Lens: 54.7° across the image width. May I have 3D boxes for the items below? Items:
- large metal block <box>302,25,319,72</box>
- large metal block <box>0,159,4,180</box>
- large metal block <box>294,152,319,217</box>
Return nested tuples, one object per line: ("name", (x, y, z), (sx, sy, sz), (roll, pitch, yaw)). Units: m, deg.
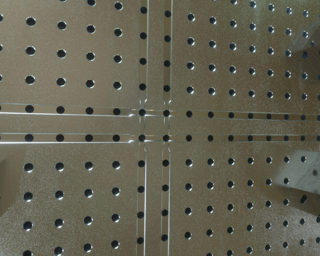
("large metal block", (0.298, -0.134, 0.512), (0.080, 0.050, 0.080), (43, 76, -16))
("large metal block", (-0.216, 0.069, 0.320), (0.081, 0.050, 0.080), (10, 87, -20))
("large metal block", (0.283, 0.098, 0.507), (0.080, 0.050, 0.080), (46, 76, -15))
